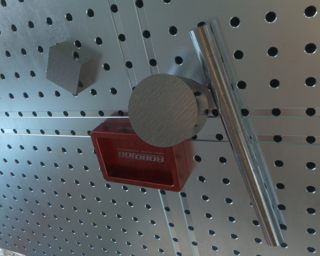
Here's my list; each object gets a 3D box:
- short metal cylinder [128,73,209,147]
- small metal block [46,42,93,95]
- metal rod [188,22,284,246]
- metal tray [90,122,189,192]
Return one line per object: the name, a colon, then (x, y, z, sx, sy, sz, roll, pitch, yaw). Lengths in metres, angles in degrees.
short metal cylinder: (0.011, -0.021, 0.357, 0.080, 0.050, 0.079, 2, 96, 21)
small metal block: (-0.125, -0.081, 0.425, 0.050, 0.025, 0.050, 30, 128, 8)
metal rod: (0.099, 0.023, 0.372, 0.025, 0.025, 0.299, -11, 113, 32)
metal tray: (-0.030, 0.040, 0.446, 0.130, 0.030, 0.089, 3, 120, 26)
